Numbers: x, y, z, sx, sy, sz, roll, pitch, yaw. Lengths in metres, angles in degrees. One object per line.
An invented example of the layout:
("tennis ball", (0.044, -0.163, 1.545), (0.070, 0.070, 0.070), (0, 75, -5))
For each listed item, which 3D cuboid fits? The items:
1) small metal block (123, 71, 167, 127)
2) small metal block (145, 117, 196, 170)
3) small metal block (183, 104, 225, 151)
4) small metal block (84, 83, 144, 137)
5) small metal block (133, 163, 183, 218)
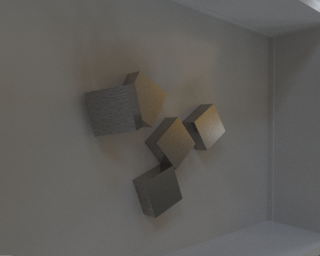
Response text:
("small metal block", (-0.025, -0.035, 0.388), (0.050, 0.025, 0.050), (36, 68, -35))
("small metal block", (0.015, 0.020, 0.421), (0.050, 0.025, 0.050), (-50, 120, -29))
("small metal block", (0.066, -0.002, 0.465), (0.050, 0.025, 0.050), (-42, 116, -32))
("small metal block", (-0.051, -0.020, 0.346), (0.025, 0.050, 0.050), (-40, 121, -71))
("small metal block", (-0.002, 0.081, 0.407), (0.050, 0.025, 0.050), (-26, 107, -37))
